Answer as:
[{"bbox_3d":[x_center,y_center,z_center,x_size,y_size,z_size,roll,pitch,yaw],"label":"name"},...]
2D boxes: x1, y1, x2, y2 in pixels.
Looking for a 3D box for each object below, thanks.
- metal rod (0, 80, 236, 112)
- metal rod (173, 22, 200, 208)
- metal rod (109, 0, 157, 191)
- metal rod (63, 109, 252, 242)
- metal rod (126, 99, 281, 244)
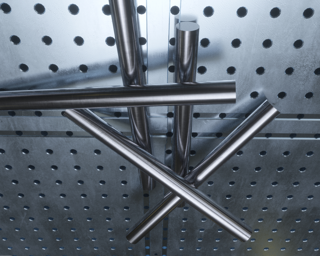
[{"bbox_3d":[-0.069,-0.035,0.353,0.301,0.025,0.025,-1,131,11],"label":"metal rod"},{"bbox_3d":[0.030,0.008,0.418,0.025,0.025,0.298,-1,130,0],"label":"metal rod"},{"bbox_3d":[-0.028,-0.025,0.389,0.025,0.025,0.298,-3,130,3],"label":"metal rod"},{"bbox_3d":[0.004,0.063,0.416,0.301,0.025,0.025,37,122,-10],"label":"metal rod"},{"bbox_3d":[0.049,0.074,0.445,0.025,0.025,0.299,32,114,-24],"label":"metal rod"}]
